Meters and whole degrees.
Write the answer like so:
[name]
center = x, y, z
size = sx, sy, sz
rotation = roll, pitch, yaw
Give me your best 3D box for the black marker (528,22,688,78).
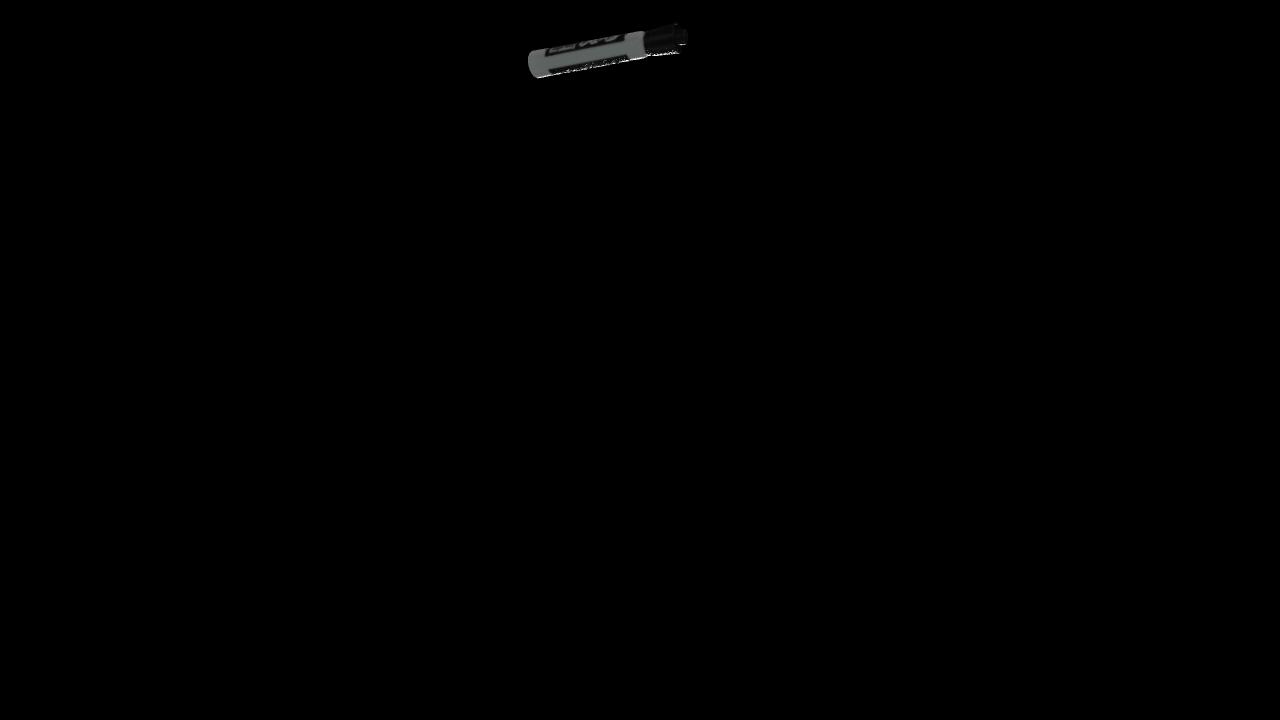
[black marker]
center = -0.024, -0.217, 0.434
size = 0.121, 0.020, 0.020
rotation = 3, 1, 25
